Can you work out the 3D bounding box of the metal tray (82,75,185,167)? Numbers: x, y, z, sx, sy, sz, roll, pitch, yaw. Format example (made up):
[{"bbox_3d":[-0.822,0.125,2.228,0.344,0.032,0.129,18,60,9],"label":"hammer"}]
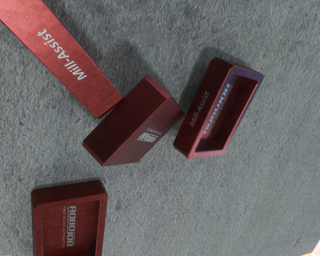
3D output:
[{"bbox_3d":[-0.021,-0.002,0.342,0.090,0.030,0.130,-46,169,4],"label":"metal tray"}]

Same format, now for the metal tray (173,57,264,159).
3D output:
[{"bbox_3d":[0.079,-0.023,0.416,0.091,0.030,0.129,1,120,-48],"label":"metal tray"}]

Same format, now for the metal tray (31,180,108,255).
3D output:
[{"bbox_3d":[-0.123,0.136,0.420,0.091,0.030,0.129,-5,121,-26],"label":"metal tray"}]

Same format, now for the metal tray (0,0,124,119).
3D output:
[{"bbox_3d":[-0.091,-0.075,0.267,0.030,0.090,0.130,-40,129,-1],"label":"metal tray"}]
